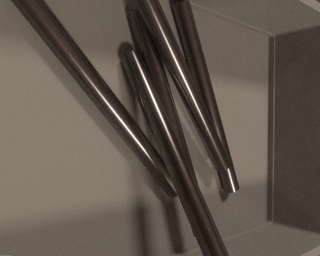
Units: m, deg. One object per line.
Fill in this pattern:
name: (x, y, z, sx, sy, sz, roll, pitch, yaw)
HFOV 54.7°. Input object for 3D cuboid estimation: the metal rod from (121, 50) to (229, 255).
metal rod: (0.021, 0.046, 0.349, 0.025, 0.025, 0.299, -13, 75, -40)

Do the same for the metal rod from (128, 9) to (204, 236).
metal rod: (0.014, -0.003, 0.399, 0.025, 0.025, 0.298, -21, 97, -38)

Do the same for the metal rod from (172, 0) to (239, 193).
metal rod: (0.073, -0.037, 0.470, 0.025, 0.025, 0.298, -29, 109, -36)

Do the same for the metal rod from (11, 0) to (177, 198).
metal rod: (-0.056, -0.023, 0.360, 0.025, 0.025, 0.299, -51, 120, -28)

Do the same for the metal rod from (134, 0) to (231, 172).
metal rod: (0.032, -0.058, 0.402, 0.025, 0.025, 0.299, -47, 122, -30)
